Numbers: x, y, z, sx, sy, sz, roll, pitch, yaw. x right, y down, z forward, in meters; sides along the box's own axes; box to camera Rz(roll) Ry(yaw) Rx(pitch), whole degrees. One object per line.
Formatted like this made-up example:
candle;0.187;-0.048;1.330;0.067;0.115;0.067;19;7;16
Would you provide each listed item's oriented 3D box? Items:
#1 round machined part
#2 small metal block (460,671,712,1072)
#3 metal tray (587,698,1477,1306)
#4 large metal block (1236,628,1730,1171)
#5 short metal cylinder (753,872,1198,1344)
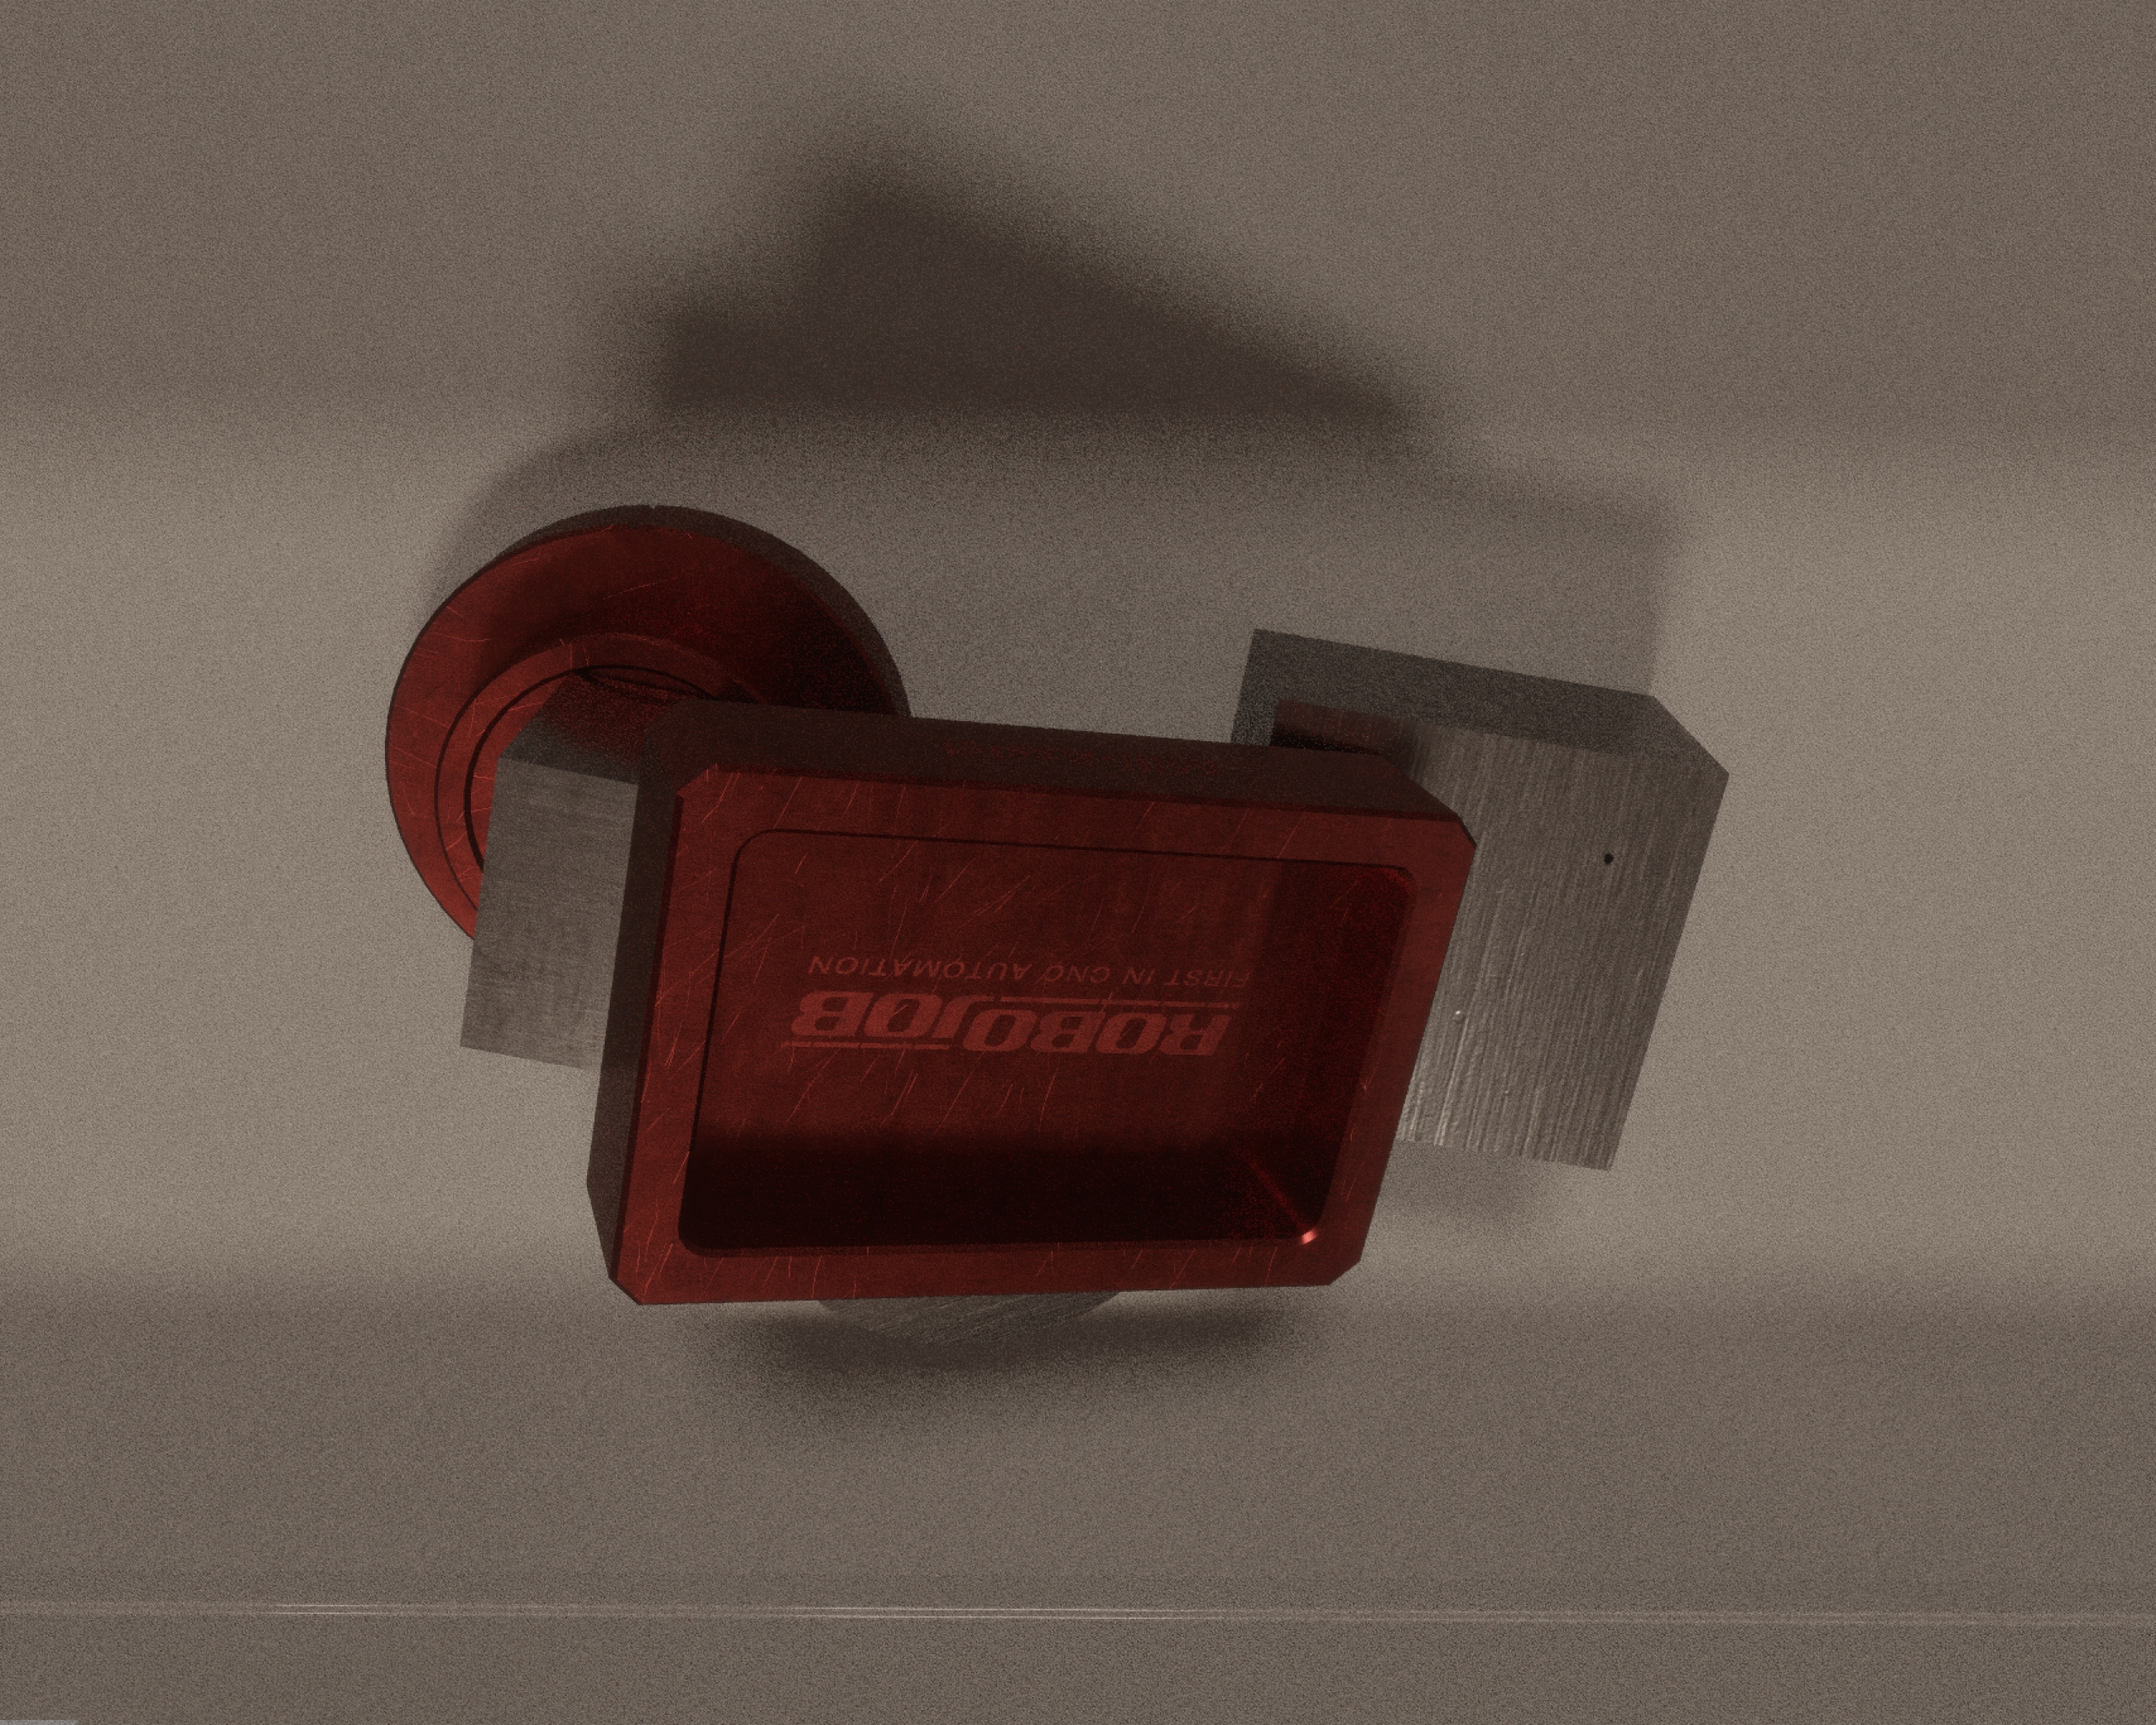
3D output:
round machined part;-0.081;-0.015;0.394;0.099;0.042;0.097;0;110;-1
small metal block;-0.082;0.001;0.350;0.025;0.050;0.050;12;110;-5
metal tray;-0.008;0.025;0.341;0.131;0.030;0.089;3;112;-22
large metal block;0.067;0.006;0.398;0.081;0.050;0.079;9;110;-4
short metal cylinder;-0.021;0.046;0.400;0.081;0.050;0.079;-7;124;-10
